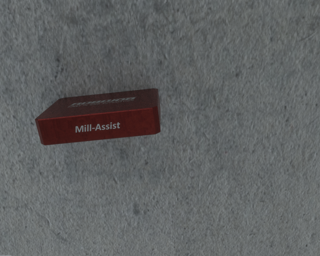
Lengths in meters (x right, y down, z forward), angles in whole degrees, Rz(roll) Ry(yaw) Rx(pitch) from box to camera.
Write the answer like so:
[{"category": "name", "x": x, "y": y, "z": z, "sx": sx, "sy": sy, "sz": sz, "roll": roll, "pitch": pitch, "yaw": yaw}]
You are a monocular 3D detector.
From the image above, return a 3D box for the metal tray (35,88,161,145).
[{"category": "metal tray", "x": -0.066, "y": -0.016, "z": 0.368, "sx": 0.131, "sy": 0.090, "sz": 0.030, "roll": -6, "pitch": 110, "yaw": 2}]
